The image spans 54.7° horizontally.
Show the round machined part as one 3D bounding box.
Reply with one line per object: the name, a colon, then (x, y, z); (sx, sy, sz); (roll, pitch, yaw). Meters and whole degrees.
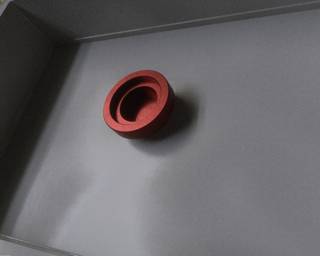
round machined part: (-0.024, -0.028, 0.423); (0.098, 0.042, 0.098); (-13, 56, 20)
